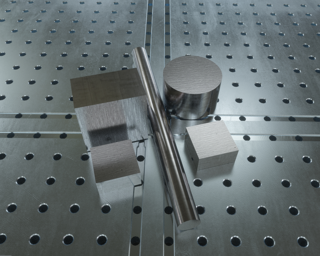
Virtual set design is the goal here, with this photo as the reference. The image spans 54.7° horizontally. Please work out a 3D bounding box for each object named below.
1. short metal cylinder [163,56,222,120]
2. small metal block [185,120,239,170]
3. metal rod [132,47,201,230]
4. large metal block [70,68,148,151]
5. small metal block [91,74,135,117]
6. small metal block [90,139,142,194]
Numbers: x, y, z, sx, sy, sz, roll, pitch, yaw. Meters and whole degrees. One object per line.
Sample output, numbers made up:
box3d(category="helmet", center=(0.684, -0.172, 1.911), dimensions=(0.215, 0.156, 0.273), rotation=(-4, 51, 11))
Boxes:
box3d(category="short metal cylinder", center=(0.044, -0.058, 0.440), dimensions=(0.081, 0.050, 0.080), rotation=(0, 50, 0))
box3d(category="small metal block", center=(0.064, 0.021, 0.391), dimensions=(0.050, 0.025, 0.050), rotation=(-11, 51, -10))
box3d(category="metal rod", center=(-0.002, -0.011, 0.416), dimensions=(0.025, 0.025, 0.300), rotation=(-9, 51, -8))
box3d(category="large metal block", center=(-0.061, -0.022, 0.388), dimensions=(0.081, 0.080, 0.050), rotation=(-12, 51, -10))
box3d(category="small metal block", center=(-0.068, -0.048, 0.447), dimensions=(0.050, 0.025, 0.050), rotation=(-13, 51, -12))
box3d(category="small metal block", center=(-0.053, 0.045, 0.369), dimensions=(0.050, 0.025, 0.050), rotation=(-12, 51, -10))
